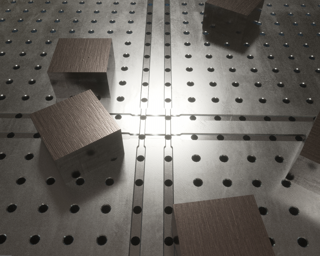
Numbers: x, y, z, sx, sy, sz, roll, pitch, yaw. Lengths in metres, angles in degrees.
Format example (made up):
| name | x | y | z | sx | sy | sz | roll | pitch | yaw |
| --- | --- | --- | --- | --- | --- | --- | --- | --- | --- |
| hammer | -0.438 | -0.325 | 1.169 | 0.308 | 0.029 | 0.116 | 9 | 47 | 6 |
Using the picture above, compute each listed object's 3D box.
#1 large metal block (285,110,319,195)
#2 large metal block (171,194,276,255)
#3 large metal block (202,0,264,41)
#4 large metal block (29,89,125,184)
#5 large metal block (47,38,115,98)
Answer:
| name | x | y | z | sx | sy | sz | roll | pitch | yaw |
| --- | --- | --- | --- | --- | --- | --- | --- | --- | --- |
| large metal block | 0.207 | 0.037 | 0.363 | 0.080 | 0.050 | 0.080 | 27 | 55 | 20 |
| large metal block | 0.057 | 0.116 | 0.295 | 0.081 | 0.050 | 0.080 | -6 | 50 | -5 |
| large metal block | 0.136 | -0.215 | 0.574 | 0.080 | 0.050 | 0.080 | 27 | 55 | 21 |
| large metal block | -0.101 | 0.008 | 0.383 | 0.081 | 0.050 | 0.080 | -27 | 55 | -21 |
| large metal block | -0.114 | -0.091 | 0.466 | 0.081 | 0.050 | 0.080 | 0 | 50 | -1 |
